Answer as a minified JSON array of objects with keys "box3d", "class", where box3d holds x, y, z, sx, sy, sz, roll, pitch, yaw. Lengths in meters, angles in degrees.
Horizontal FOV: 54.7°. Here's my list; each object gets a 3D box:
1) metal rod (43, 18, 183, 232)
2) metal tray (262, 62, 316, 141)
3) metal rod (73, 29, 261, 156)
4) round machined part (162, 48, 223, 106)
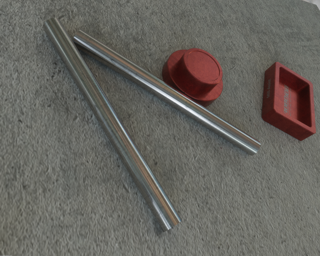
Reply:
[{"box3d":[-0.064,-0.014,0.378,0.025,0.025,0.299,-23,74,-37],"class":"metal rod"},{"box3d":[0.233,-0.051,0.559,0.090,0.030,0.130,27,52,-12],"class":"metal tray"},{"box3d":[0.015,-0.046,0.441,0.301,0.025,0.025,31,52,-9],"class":"metal rod"},{"box3d":[0.056,-0.083,0.476,0.099,0.042,0.098,14,56,-21],"class":"round machined part"}]
